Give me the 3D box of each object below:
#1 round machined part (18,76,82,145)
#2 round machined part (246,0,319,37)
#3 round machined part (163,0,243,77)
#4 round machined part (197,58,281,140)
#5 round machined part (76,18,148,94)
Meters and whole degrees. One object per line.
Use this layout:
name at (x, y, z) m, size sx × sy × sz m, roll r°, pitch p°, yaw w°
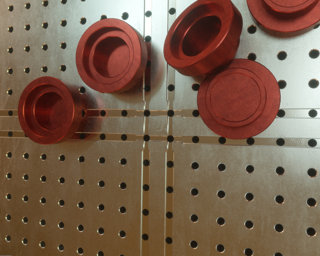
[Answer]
round machined part at (-0.157, -0.025, 0.460) m, size 0.098 × 0.042 × 0.097 m, roll 0°, pitch 90°, yaw 20°
round machined part at (0.148, -0.158, 0.351) m, size 0.098 × 0.042 × 0.097 m, roll 0°, pitch 90°, yaw 20°
round machined part at (0.054, -0.104, 0.369) m, size 0.098 × 0.042 × 0.098 m, roll -24°, pitch 52°, yaw 35°
round machined part at (0.092, -0.035, 0.371) m, size 0.098 × 0.042 × 0.097 m, roll 0°, pitch 90°, yaw 20°
round machined part at (-0.062, -0.095, 0.426) m, size 0.098 × 0.042 × 0.097 m, roll 0°, pitch 90°, yaw 20°
